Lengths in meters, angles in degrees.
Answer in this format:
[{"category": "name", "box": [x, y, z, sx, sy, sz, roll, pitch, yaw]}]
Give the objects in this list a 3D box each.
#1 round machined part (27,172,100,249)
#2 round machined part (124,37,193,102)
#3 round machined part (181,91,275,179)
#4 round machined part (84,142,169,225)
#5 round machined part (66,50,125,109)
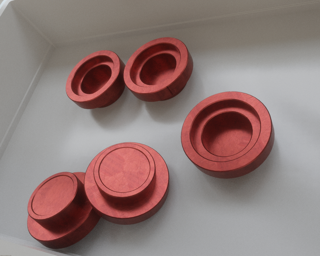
[{"category": "round machined part", "box": [-0.121, 0.093, 0.384, 0.098, 0.042, 0.098, -15, 41, 14]}, {"category": "round machined part", "box": [0.001, -0.078, 0.441, 0.098, 0.042, 0.098, -13, 56, 20]}, {"category": "round machined part", "box": [0.077, 0.011, 0.347, 0.098, 0.042, 0.098, -13, 56, 20]}, {"category": "round machined part", "box": [-0.039, 0.057, 0.357, 0.099, 0.042, 0.098, 0, 54, 1]}, {"category": "round machined part", "box": [-0.094, -0.071, 0.486, 0.098, 0.042, 0.098, -13, 56, 20]}]
